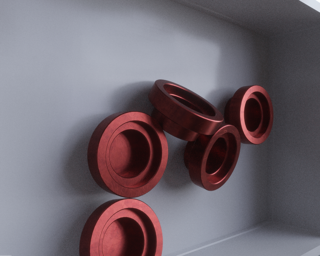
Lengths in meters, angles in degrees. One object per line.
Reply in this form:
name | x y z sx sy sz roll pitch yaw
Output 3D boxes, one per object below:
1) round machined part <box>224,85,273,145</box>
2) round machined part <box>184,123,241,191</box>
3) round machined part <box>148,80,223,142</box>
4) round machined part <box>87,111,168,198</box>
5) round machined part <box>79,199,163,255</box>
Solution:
round machined part | 0.146 -0.022 0.521 0.099 0.042 0.097 0 90 -40
round machined part | 0.072 0.037 0.448 0.099 0.042 0.097 -21 120 -41
round machined part | 0.028 -0.019 0.397 0.099 0.098 0.042 11 117 -40
round machined part | -0.041 0.030 0.363 0.099 0.042 0.097 0 90 -40
round machined part | -0.047 0.130 0.350 0.099 0.042 0.098 14 68 -40
